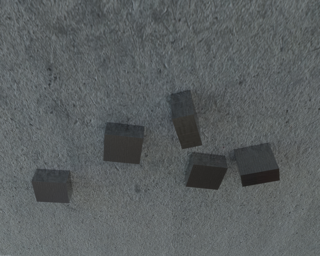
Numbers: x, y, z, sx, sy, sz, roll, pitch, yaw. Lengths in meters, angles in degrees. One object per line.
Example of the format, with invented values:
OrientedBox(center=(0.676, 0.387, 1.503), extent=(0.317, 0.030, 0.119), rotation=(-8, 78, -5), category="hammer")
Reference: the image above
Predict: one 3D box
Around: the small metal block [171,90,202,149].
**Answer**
OrientedBox(center=(0.032, -0.011, 0.382), extent=(0.025, 0.050, 0.050), rotation=(-13, 129, 10), category="small metal block")

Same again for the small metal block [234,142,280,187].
OrientedBox(center=(0.135, 0.051, 0.436), extent=(0.050, 0.050, 0.025), rotation=(-12, 129, 10), category="small metal block")

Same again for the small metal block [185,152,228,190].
OrientedBox(center=(0.068, 0.065, 0.463), extent=(0.050, 0.025, 0.050), rotation=(7, 130, -7), category="small metal block")

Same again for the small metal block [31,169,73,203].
OrientedBox(center=(-0.167, 0.091, 0.483), extent=(0.050, 0.025, 0.050), rotation=(4, 130, -4), category="small metal block")

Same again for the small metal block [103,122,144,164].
OrientedBox(center=(-0.050, 0.021, 0.425), extent=(0.050, 0.025, 0.050), rotation=(6, 130, -6), category="small metal block")
